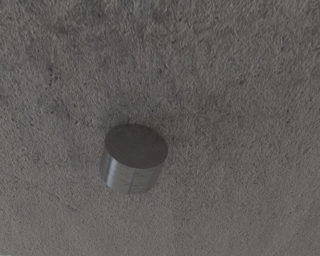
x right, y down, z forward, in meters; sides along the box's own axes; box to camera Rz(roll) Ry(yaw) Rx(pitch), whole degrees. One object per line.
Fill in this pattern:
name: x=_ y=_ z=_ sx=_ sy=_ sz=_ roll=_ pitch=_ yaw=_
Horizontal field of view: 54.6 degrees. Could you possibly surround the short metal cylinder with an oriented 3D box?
short metal cylinder: x=-0.035 y=0.039 z=0.404 sx=0.080 sy=0.080 sz=0.050 roll=11 pitch=129 yaw=-10
